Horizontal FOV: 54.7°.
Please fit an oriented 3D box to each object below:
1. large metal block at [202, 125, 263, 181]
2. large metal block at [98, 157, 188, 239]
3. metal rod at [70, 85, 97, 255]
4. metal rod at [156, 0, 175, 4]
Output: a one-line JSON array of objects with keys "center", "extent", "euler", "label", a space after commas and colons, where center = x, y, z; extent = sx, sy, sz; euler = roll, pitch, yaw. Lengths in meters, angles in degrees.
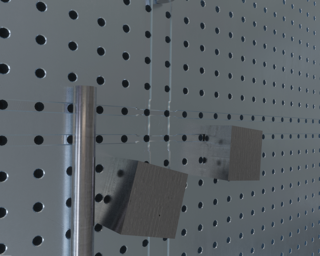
[{"center": [0.115, 0.040, 0.489], "extent": [0.081, 0.050, 0.080], "euler": [8, 85, -40], "label": "large metal block"}, {"center": [-0.019, 0.085, 0.377], "extent": [0.080, 0.050, 0.080], "euler": [21, 77, -38], "label": "large metal block"}, {"center": [-0.084, 0.104, 0.338], "extent": [0.025, 0.025, 0.298], "euler": [1, 89, -40], "label": "metal rod"}, {"center": [-0.015, -0.316, 0.394], "extent": [0.025, 0.025, 0.298], "euler": [-15, 100, -39], "label": "metal rod"}]
